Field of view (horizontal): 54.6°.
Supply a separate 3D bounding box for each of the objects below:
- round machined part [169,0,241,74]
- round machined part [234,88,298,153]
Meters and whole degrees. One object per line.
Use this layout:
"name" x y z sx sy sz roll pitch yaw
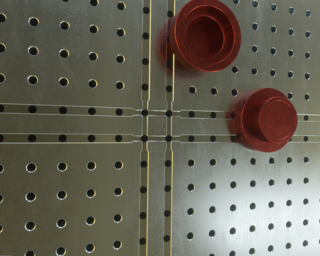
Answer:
"round machined part" 0.058 -0.122 0.424 0.099 0.042 0.097 0 90 -20
"round machined part" 0.164 -0.012 0.463 0.099 0.042 0.097 0 90 -20
